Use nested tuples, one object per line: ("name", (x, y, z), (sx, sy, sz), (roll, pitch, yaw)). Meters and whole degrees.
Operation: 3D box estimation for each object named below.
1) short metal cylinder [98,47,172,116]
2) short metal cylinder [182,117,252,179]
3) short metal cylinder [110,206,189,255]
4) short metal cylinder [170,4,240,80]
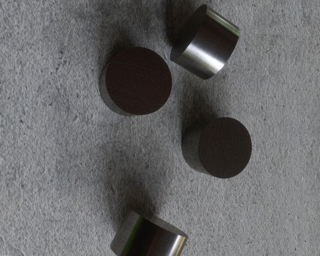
("short metal cylinder", (-0.032, -0.055, 0.384), (0.081, 0.050, 0.080), (0, 90, -20))
("short metal cylinder", (0.077, 0.026, 0.424), (0.081, 0.050, 0.080), (0, 90, -20))
("short metal cylinder", (-0.013, 0.136, 0.375), (0.080, 0.080, 0.050), (30, 81, -18))
("short metal cylinder", (0.056, -0.110, 0.400), (0.050, 0.080, 0.080), (28, 81, -18))
